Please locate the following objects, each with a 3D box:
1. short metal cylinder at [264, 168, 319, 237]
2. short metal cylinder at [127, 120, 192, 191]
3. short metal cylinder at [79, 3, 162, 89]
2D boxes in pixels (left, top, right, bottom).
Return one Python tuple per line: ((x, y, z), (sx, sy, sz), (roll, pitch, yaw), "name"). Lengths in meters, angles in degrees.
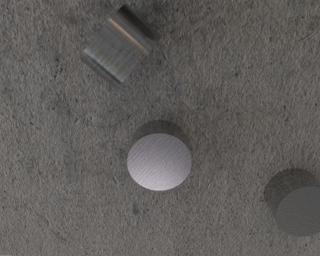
((0.195, 0.104, 0.436), (0.081, 0.050, 0.079), (0, 110, 0), "short metal cylinder")
((-0.001, 0.035, 0.409), (0.081, 0.050, 0.079), (0, 110, 0), "short metal cylinder")
((-0.044, -0.090, 0.347), (0.050, 0.080, 0.080), (41, 105, -14), "short metal cylinder")
